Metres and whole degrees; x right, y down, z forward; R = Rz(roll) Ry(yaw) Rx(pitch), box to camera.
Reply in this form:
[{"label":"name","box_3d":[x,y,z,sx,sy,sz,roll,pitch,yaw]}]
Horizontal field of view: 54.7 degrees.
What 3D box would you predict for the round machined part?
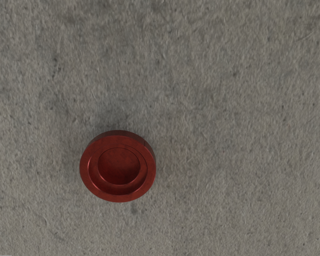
[{"label":"round machined part","box_3d":[-0.054,0.048,0.418,0.099,0.042,0.097,0,110,-1]}]
